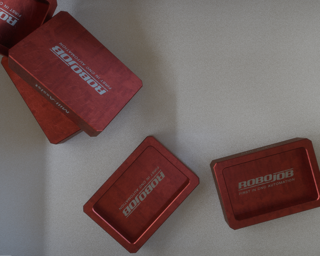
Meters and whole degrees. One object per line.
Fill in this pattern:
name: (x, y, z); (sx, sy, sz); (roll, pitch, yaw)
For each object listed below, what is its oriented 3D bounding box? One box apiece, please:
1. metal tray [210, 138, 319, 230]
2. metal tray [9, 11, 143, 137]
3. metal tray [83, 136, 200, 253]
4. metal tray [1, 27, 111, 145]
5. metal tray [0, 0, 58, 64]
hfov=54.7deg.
metal tray: (0.142, 0.072, 0.410); (0.131, 0.030, 0.089); (-15, 90, -1)
metal tray: (-0.097, -0.064, 0.369); (0.130, 0.030, 0.090); (42, 61, -10)
metal tray: (-0.024, 0.085, 0.408); (0.090, 0.030, 0.130); (42, 90, -1)
metal tray: (-0.132, -0.055, 0.407); (0.090, 0.030, 0.130); (-31, 90, -1)
metal tray: (-0.178, -0.132, 0.326); (0.030, 0.130, 0.090); (24, 89, 24)
